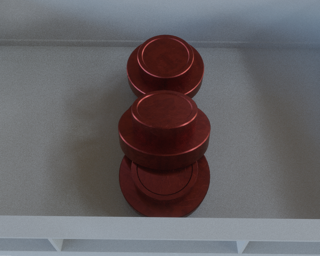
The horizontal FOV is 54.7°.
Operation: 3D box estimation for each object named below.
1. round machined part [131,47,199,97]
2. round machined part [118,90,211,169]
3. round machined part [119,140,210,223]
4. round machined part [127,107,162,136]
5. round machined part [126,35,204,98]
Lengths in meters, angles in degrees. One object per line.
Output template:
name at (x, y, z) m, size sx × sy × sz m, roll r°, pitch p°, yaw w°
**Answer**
round machined part at (0.007, -0.086, 0.450) m, size 0.099 × 0.042 × 0.098 m, roll 0°, pitch 34°, yaw 0°
round machined part at (0.005, -0.005, 0.330) m, size 0.099 × 0.042 × 0.098 m, roll 0°, pitch 39°, yaw 0°
round machined part at (0.005, 0.049, 0.333) m, size 0.099 × 0.042 × 0.098 m, roll 0°, pitch 65°, yaw 0°
round machined part at (0.003, -0.013, 0.403) m, size 0.099 × 0.042 × 0.098 m, roll 0°, pitch 49°, yaw 0°
round machined part at (0.007, -0.078, 0.391) m, size 0.099 × 0.042 × 0.098 m, roll 0°, pitch 62°, yaw 0°
